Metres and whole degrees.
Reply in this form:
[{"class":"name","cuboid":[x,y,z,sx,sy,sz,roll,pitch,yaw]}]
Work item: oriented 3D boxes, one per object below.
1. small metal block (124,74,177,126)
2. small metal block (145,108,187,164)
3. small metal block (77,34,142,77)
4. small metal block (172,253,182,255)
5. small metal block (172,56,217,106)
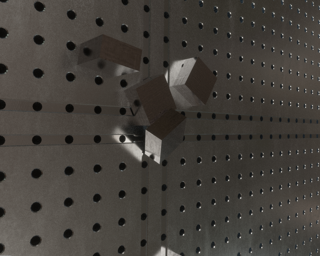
[{"class":"small metal block","cuboid":[-0.011,-0.037,0.402,0.050,0.025,0.050,-34,111,-35]},{"class":"small metal block","cuboid":[0.007,0.010,0.401,0.050,0.025,0.050,-41,153,-32]},{"class":"small metal block","cuboid":[-0.056,-0.079,0.347,0.050,0.050,0.025,12,83,-40]},{"class":"small metal block","cuboid":[0.022,0.214,0.430,0.050,0.025,0.050,-35,112,-35]},{"class":"small metal block","cuboid":[0.052,-0.068,0.455,0.050,0.025,0.050,40,66,-33]}]
